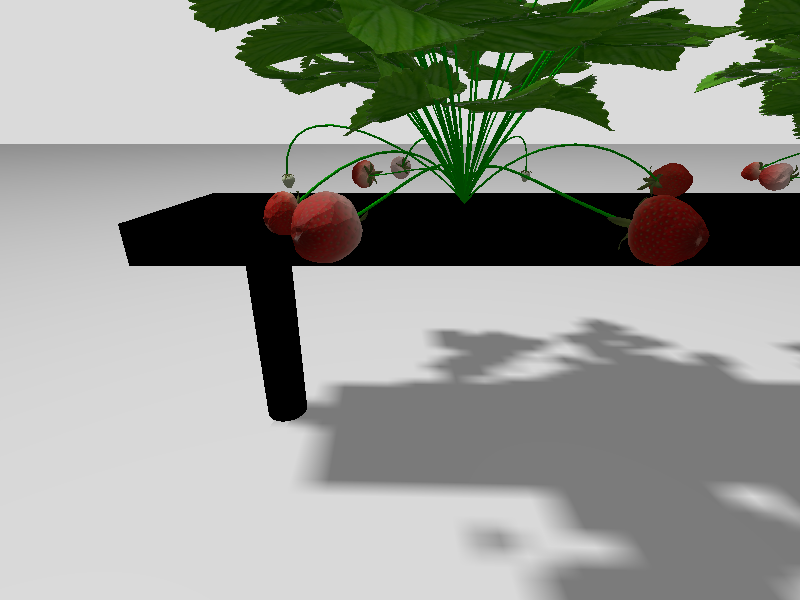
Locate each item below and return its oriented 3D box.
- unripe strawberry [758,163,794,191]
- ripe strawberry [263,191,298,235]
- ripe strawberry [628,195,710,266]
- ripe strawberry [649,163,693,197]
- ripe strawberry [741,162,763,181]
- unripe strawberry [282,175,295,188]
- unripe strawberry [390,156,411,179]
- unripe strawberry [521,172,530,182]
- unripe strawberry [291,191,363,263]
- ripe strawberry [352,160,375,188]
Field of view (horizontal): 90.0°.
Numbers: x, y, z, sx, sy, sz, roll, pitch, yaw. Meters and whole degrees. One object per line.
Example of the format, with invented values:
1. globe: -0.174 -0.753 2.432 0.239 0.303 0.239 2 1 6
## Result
1. unripe strawberry: 0.388 -0.128 0.415 0.026 0.027 0.024 15 27 32
2. ripe strawberry: -0.067 -0.048 0.229 0.022 0.025 0.023 21 59 41
3. ripe strawberry: 0.116 -0.029 0.175 0.027 0.031 0.030 -8 24 -18
4. ripe strawberry: 0.246 -0.108 0.362 0.035 0.030 0.035 -2 23 -7
5. ripe strawberry: 0.437 -0.159 0.497 0.019 0.022 0.021 -9 -2 -20
6. unripe strawberry: -0.104 -0.111 0.376 0.011 0.012 0.011 5 23 13
7. unripe strawberry: 0.000 -0.174 0.527 0.027 0.028 0.029 -6 11 -14
8. unripe strawberry: 0.143 -0.141 0.456 0.010 0.011 0.011 15 27 32
9. unripe strawberry: -0.035 -0.032 0.183 0.032 0.033 0.034 12 26 26
10. ripe strawberry: -0.040 -0.137 0.434 0.025 0.029 0.027 -20 29 -39
